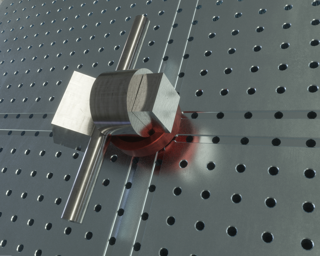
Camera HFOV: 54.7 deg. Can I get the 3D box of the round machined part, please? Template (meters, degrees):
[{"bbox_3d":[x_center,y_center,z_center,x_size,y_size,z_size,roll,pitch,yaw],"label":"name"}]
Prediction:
[{"bbox_3d":[-0.017,-0.007,0.408,0.098,0.042,0.098,-13,56,20],"label":"round machined part"}]

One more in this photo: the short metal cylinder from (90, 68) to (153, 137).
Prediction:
[{"bbox_3d":[-0.038,-0.029,0.371,0.050,0.080,0.080,1,62,28],"label":"short metal cylinder"}]

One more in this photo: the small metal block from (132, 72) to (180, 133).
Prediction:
[{"bbox_3d":[-0.003,-0.028,0.355,0.025,0.050,0.050,1,63,28],"label":"small metal block"}]

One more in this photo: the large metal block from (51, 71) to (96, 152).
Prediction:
[{"bbox_3d":[-0.110,-0.019,0.433,0.050,0.080,0.080,19,65,-9],"label":"large metal block"}]

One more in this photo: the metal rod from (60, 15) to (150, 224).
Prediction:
[{"bbox_3d":[-0.062,-0.029,0.404,0.025,0.025,0.300,1,62,28],"label":"metal rod"}]
